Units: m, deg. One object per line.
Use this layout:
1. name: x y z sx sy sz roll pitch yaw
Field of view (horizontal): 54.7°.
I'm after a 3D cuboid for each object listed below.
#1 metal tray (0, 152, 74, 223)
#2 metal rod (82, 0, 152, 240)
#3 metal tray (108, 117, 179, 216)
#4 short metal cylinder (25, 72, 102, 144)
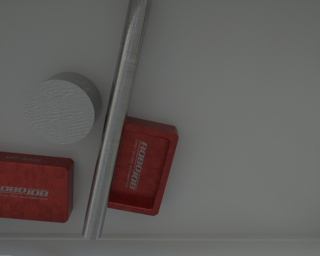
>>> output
1. metal tray: -0.192 0.083 0.437 0.131 0.030 0.089 6 110 -3
2. metal rod: -0.055 -0.004 0.376 0.025 0.025 0.298 12 100 -5
3. metal tray: -0.033 0.053 0.427 0.091 0.030 0.129 12 110 -5
4. short metal cylinder: -0.117 -0.026 0.387 0.081 0.050 0.079 0 110 -1
